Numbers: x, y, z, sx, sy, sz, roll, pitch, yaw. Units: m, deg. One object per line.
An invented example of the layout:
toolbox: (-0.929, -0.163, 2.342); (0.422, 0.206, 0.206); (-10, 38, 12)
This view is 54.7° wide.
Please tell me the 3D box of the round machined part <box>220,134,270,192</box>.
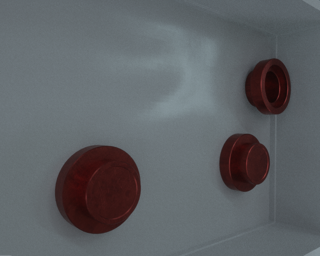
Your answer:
round machined part: (0.148, 0.058, 0.519); (0.099, 0.042, 0.097); (0, 90, -40)

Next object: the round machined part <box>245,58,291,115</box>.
round machined part: (0.190, -0.072, 0.554); (0.099, 0.042, 0.097); (0, 90, -40)

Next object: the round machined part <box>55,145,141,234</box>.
round machined part: (-0.060, 0.068, 0.345); (0.099, 0.042, 0.097); (0, 90, -40)
